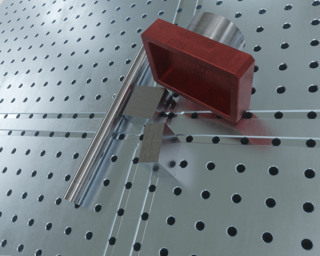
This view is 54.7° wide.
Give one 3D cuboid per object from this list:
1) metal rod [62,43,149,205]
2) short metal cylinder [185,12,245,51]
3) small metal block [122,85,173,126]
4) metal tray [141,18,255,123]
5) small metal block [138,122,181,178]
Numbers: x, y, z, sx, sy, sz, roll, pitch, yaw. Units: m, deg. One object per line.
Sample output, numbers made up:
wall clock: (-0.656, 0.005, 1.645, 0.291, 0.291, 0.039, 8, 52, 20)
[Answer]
metal rod: (-0.060, -0.032, 0.457, 0.025, 0.025, 0.300, 11, 67, 32)
short metal cylinder: (0.062, -0.102, 0.402, 0.080, 0.080, 0.050, 21, 73, 35)
small metal block: (-0.017, -0.031, 0.435, 0.050, 0.025, 0.050, 10, 67, 32)
metal tray: (0.043, -0.067, 0.367, 0.130, 0.090, 0.030, 31, 69, 27)
small metal block: (0.001, 0.028, 0.374, 0.025, 0.050, 0.050, -4, 60, 26)
